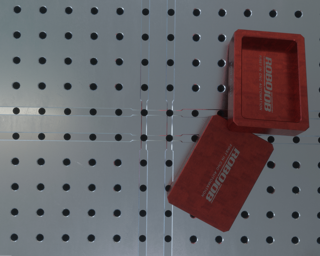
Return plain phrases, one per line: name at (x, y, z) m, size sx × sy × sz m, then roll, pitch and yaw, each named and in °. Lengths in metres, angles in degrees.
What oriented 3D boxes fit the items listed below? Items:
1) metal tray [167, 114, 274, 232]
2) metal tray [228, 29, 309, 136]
metal tray at (0.078, 0.058, 0.411) m, size 0.090 × 0.030 × 0.130 m, roll 29°, pitch 90°, yaw 0°
metal tray at (0.136, -0.058, 0.394) m, size 0.091 × 0.030 × 0.129 m, roll 5°, pitch 75°, yaw -1°
